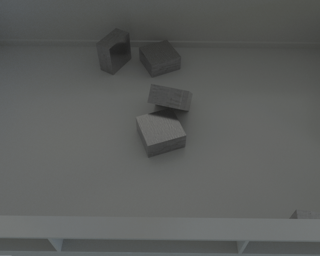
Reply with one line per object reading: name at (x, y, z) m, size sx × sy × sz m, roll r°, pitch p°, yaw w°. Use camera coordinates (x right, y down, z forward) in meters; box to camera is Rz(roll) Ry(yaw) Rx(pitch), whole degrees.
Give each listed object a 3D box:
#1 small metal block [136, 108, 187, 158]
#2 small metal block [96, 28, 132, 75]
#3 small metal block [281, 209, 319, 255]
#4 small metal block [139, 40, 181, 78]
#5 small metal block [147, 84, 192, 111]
small metal block at (0.001, 0.005, 0.401) m, size 0.050 × 0.025 × 0.050 m, roll -15°, pitch 52°, yaw -13°
small metal block at (-0.072, -0.121, 0.490) m, size 0.025 × 0.050 × 0.050 m, roll 25°, pitch 55°, yaw 20°
small metal block at (0.152, 0.105, 0.301) m, size 0.050 × 0.050 × 0.025 m, roll 7°, pitch 51°, yaw 5°
small metal block at (0.000, -0.112, 0.499) m, size 0.050 × 0.025 × 0.050 m, roll -20°, pitch 53°, yaw -16°
small metal block at (0.015, -0.041, 0.421) m, size 0.050 × 0.050 × 0.025 m, roll 12°, pitch 95°, yaw 10°
